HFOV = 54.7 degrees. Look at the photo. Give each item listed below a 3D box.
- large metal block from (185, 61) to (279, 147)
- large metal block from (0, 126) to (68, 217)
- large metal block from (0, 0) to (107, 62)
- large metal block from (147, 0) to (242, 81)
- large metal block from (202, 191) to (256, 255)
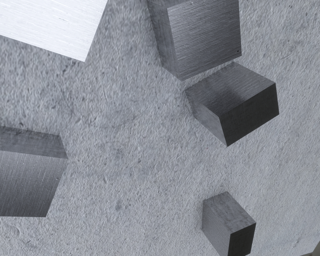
[{"bbox_3d":[0.092,-0.034,0.400,0.080,0.080,0.050,-31,129,-9],"label":"large metal block"},{"bbox_3d":[-0.156,0.048,0.335,0.081,0.050,0.080,13,112,-34],"label":"large metal block"},{"bbox_3d":[-0.095,-0.114,0.268,0.081,0.050,0.080,13,112,-34],"label":"large metal block"},{"bbox_3d":[0.040,-0.110,0.344,0.080,0.050,0.080,-25,128,-13],"label":"large metal block"},{"bbox_3d":[0.117,0.173,0.542,0.050,0.080,0.079,-16,125,-20],"label":"large metal block"}]
